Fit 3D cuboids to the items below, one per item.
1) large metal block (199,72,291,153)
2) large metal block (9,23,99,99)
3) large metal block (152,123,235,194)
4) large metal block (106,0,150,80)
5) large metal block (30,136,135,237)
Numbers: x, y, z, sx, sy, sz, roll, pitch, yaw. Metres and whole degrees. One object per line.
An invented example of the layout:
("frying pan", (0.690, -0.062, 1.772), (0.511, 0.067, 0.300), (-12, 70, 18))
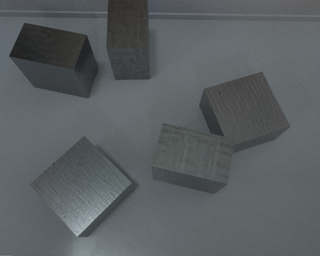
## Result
("large metal block", (0.106, -0.017, 0.404), (0.081, 0.050, 0.080), (-17, 71, -7))
("large metal block", (-0.135, -0.086, 0.410), (0.080, 0.080, 0.050), (12, 71, 4))
("large metal block", (0.036, 0.039, 0.367), (0.080, 0.080, 0.050), (13, 71, 4))
("large metal block", (-0.041, -0.121, 0.424), (0.050, 0.080, 0.080), (-1, 70, -1))
("large metal block", (-0.088, 0.070, 0.370), (0.080, 0.050, 0.080), (42, 75, 13))
